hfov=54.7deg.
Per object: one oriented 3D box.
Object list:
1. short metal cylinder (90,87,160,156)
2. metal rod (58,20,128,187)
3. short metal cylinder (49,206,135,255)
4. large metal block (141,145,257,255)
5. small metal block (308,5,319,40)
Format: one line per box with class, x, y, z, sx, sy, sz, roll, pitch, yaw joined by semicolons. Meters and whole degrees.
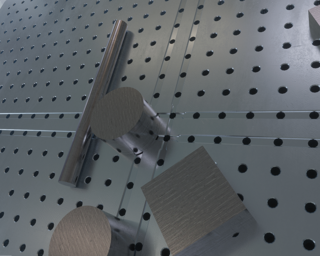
short metal cylinder;-0.047;-0.009;0.422;0.080;0.050;0.080;-13;56;21
metal rod;-0.099;-0.054;0.493;0.025;0.025;0.300;-2;61;27
short metal cylinder;-0.076;0.134;0.350;0.080;0.050;0.080;-13;56;21
large metal block;0.039;0.079;0.323;0.080;0.050;0.080;-35;51;5
small metal block;0.216;-0.130;0.375;0.050;0.025;0.050;-21;54;15
